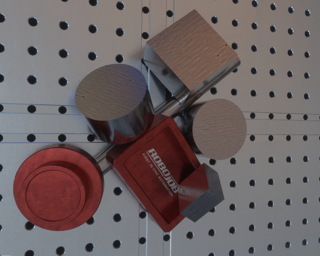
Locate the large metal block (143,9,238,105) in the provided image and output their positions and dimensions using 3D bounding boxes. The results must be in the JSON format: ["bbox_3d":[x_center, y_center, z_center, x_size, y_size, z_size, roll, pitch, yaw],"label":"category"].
[{"bbox_3d":[0.037,-0.090,0.400,0.080,0.050,0.080,-39,83,-16],"label":"large metal block"}]

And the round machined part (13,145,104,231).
[{"bbox_3d":[-0.114,0.070,0.348,0.099,0.042,0.097,-1,96,-5],"label":"round machined part"}]

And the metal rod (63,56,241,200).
[{"bbox_3d":[-0.005,-0.009,0.412,0.301,0.025,0.025,-39,103,-15],"label":"metal rod"}]

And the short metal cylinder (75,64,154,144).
[{"bbox_3d":[-0.050,-0.028,0.359,0.080,0.050,0.080,-5,57,7],"label":"short metal cylinder"}]

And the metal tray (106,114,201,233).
[{"bbox_3d":[0.004,0.058,0.396,0.090,0.030,0.130,-39,115,-15],"label":"metal tray"}]

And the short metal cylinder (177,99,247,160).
[{"bbox_3d":[0.070,0.002,0.424,0.081,0.050,0.079,0,90,-20],"label":"short metal cylinder"}]

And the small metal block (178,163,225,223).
[{"bbox_3d":[0.049,0.080,0.387,0.025,0.050,0.050,37,113,-19],"label":"small metal block"}]
